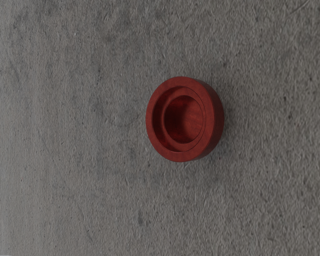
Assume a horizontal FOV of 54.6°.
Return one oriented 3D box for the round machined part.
[{"bbox_3d":[0.033,-0.010,0.368,0.098,0.042,0.097,0,90,40],"label":"round machined part"}]
